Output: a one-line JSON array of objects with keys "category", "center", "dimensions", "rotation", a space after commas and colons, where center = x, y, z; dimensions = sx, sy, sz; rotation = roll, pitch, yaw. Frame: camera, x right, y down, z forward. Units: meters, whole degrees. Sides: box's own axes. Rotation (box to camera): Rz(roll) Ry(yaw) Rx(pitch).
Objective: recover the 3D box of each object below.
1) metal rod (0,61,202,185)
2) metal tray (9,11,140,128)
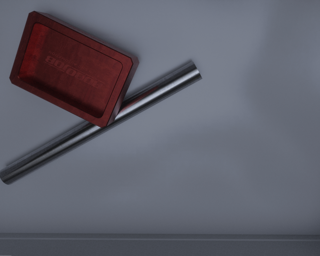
[{"category": "metal rod", "center": [-0.084, -0.002, 0.409], "dimensions": [0.301, 0.025, 0.025], "rotation": [-28, 108, 9]}, {"category": "metal tray", "center": [-0.102, -0.068, 0.367], "dimensions": [0.130, 0.030, 0.089], "rotation": [26, 107, 2]}]
